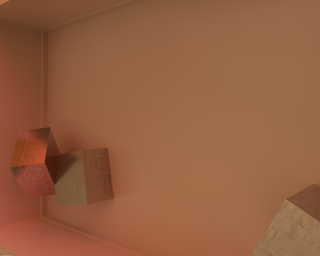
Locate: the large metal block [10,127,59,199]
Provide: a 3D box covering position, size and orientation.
[{"bbox_3d":[-0.201,0.057,0.514,0.080,0.050,0.080,-103,8,-47],"label":"large metal block"}]

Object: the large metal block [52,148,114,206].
[{"bbox_3d":[-0.124,0.078,0.493,0.080,0.050,0.080,-14,81,39],"label":"large metal block"}]

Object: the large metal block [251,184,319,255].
[{"bbox_3d":[0.125,0.101,0.268,0.050,0.081,0.079,36,112,34],"label":"large metal block"}]
